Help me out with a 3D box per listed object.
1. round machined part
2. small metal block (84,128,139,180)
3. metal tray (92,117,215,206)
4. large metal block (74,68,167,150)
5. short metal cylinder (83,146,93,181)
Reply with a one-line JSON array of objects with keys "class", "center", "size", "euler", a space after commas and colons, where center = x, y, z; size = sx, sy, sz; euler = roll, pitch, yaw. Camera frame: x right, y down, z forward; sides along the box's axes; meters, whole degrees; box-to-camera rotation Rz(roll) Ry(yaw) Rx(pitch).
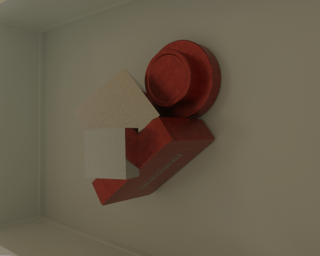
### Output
[{"class": "round machined part", "center": [0.020, -0.058, 0.375], "size": [0.098, 0.042, 0.097], "euler": [0, 90, 39]}, {"class": "small metal block", "center": [-0.050, 0.026, 0.320], "size": [0.050, 0.025, 0.050], "euler": [-2, 88, 26]}, {"class": "metal tray", "center": [-0.008, 0.040, 0.367], "size": [0.129, 0.091, 0.030], "euler": [-45, 63, 30]}, {"class": "large metal block", "center": [-0.044, -0.011, 0.376], "size": [0.080, 0.050, 0.080], "euler": [-39, 64, 6]}, {"class": "short metal cylinder", "center": [-0.064, 0.039, 0.439], "size": [0.080, 0.050, 0.079], "euler": [0, 90, 39]}]
